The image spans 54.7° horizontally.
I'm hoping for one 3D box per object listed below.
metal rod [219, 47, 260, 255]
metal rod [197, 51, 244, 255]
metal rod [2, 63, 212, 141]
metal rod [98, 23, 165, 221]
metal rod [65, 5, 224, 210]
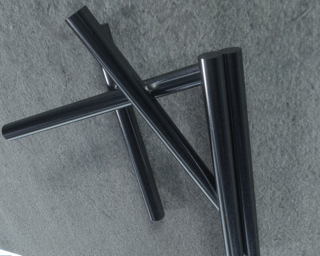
[{"bbox_3d":[0.102,0.051,0.383,0.025,0.025,0.298,1,119,27],"label":"metal rod"},{"bbox_3d":[0.078,0.058,0.373,0.025,0.025,0.298,2,121,27],"label":"metal rod"},{"bbox_3d":[-0.079,-0.028,0.390,0.301,0.025,0.025,-14,112,20],"label":"metal rod"},{"bbox_3d":[-0.039,0.009,0.431,0.025,0.025,0.298,-1,118,28],"label":"metal rod"},{"bbox_3d":[0.003,-0.004,0.360,0.025,0.025,0.300,-19,122,35],"label":"metal rod"}]
